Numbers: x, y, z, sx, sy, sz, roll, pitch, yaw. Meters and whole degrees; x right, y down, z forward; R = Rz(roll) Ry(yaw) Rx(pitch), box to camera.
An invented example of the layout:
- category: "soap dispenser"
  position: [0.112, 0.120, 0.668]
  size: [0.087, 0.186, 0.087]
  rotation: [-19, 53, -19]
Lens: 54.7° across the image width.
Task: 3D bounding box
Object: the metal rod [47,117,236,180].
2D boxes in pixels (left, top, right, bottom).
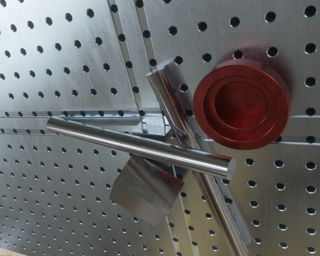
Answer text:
- category: "metal rod"
  position: [-0.047, 0.019, 0.414]
  size: [0.300, 0.025, 0.025]
  rotation: [11, 124, 33]

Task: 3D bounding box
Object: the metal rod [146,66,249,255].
- category: "metal rod"
  position: [0.057, 0.059, 0.416]
  size: [0.025, 0.025, 0.299]
  rotation: [-14, 112, 33]

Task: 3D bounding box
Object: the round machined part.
- category: "round machined part"
  position: [0.089, -0.028, 0.335]
  size: [0.098, 0.042, 0.097]
  rotation: [13, 124, 20]

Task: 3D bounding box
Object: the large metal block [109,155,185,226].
- category: "large metal block"
  position: [-0.022, 0.090, 0.441]
  size: [0.080, 0.050, 0.080]
  rotation: [30, 149, 3]

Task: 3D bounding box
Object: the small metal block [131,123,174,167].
- category: "small metal block"
  position: [-0.008, 0.023, 0.428]
  size: [0.050, 0.025, 0.050]
  rotation: [6, 121, 24]
